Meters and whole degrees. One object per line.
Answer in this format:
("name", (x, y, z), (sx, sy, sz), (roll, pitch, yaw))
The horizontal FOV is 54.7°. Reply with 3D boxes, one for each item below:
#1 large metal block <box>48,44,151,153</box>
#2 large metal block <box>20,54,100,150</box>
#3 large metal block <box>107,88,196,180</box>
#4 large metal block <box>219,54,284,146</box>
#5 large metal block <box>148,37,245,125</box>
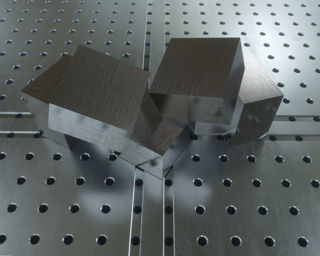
("large metal block", (-0.064, -0.030, 0.331), (0.080, 0.050, 0.080), (20, 57, -10))
("large metal block", (-0.118, -0.034, 0.398), (0.050, 0.080, 0.080), (24, 54, 18))
("large metal block", (-0.010, 0.004, 0.387), (0.080, 0.050, 0.080), (26, 54, 19))
("large metal block", (0.106, -0.036, 0.404), (0.050, 0.080, 0.080), (-13, 51, -11))
("large metal block", (0.044, -0.054, 0.347), (0.080, 0.050, 0.080), (7, 62, 25))
